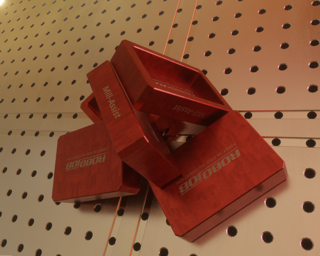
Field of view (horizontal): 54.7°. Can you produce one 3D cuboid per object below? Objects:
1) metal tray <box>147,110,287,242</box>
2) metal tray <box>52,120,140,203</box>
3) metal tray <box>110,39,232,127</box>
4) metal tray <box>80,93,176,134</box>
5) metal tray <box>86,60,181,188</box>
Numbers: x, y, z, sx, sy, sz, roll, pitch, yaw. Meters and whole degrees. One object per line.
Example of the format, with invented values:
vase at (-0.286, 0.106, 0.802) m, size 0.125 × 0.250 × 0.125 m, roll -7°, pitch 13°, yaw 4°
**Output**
metal tray at (0.058, 0.050, 0.342) m, size 0.130 × 0.030 × 0.090 m, roll -35°, pitch 51°, yaw 4°
metal tray at (-0.082, 0.043, 0.389) m, size 0.130 × 0.030 × 0.090 m, roll -17°, pitch 65°, yaw 36°
metal tray at (0.016, -0.049, 0.362) m, size 0.030 × 0.131 × 0.090 m, roll -53°, pitch 46°, yaw 28°
metal tray at (-0.048, -0.025, 0.443) m, size 0.090 × 0.030 × 0.130 m, roll -45°, pitch 51°, yaw -4°
metal tray at (-0.030, -0.006, 0.345) m, size 0.030 × 0.090 × 0.130 m, roll -33°, pitch 52°, yaw 6°
